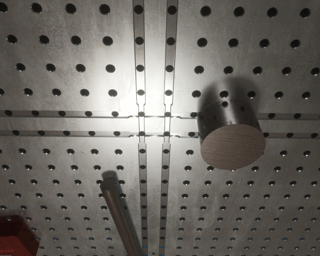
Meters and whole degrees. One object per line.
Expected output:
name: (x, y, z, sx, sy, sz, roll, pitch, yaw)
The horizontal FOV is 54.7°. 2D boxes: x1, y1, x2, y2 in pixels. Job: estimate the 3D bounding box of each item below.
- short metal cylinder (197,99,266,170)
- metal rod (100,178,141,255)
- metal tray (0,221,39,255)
short metal cylinder: (0.091, 0.009, 0.405, 0.081, 0.050, 0.079, 0, 130, 0)
metal rod: (-0.062, 0.201, 0.582, 0.025, 0.025, 0.298, -6, 130, 5)
metal tray: (-0.313, 0.221, 0.592, 0.131, 0.030, 0.089, -6, 130, 4)
